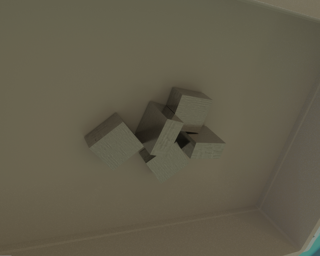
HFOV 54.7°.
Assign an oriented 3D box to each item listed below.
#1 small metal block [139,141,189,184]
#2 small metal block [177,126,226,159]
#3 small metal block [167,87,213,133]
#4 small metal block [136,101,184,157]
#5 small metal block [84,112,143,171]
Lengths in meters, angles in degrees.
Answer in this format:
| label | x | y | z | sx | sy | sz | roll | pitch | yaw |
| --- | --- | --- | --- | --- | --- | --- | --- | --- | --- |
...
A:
| label | x | y | z | sx | sy | sz | roll | pitch | yaw |
| --- | --- | --- | --- | --- | --- | --- | --- | --- | --- |
| small metal block | 0.007 | 0.043 | 0.438 | 0.050 | 0.025 | 0.050 | -35 | 129 | -5 |
| small metal block | 0.054 | 0.019 | 0.433 | 0.050 | 0.050 | 0.025 | 3 | 117 | -30 |
| small metal block | 0.035 | -0.023 | 0.413 | 0.050 | 0.025 | 0.050 | 6 | 115 | -32 |
| small metal block | -0.002 | 0.001 | 0.391 | 0.025 | 0.050 | 0.050 | 13 | 111 | -34 |
| small metal block | -0.057 | 0.018 | 0.387 | 0.050 | 0.025 | 0.050 | -38 | 130 | -3 |
